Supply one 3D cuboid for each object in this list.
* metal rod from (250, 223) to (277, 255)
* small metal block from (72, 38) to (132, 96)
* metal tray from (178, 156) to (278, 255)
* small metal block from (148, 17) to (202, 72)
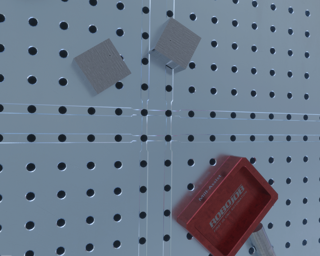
[{"bbox_3d":[0.206,0.282,0.488,0.025,0.025,0.299,-29,100,-18],"label":"metal rod"},{"bbox_3d":[-0.072,-0.075,0.386,0.050,0.025,0.050,-36,102,-17],"label":"small metal block"},{"bbox_3d":[0.100,0.116,0.446,0.130,0.030,0.090,-47,105,-14],"label":"metal tray"},{"bbox_3d":[0.020,-0.112,0.420,0.050,0.025,0.050,30,80,-18],"label":"small metal block"}]
